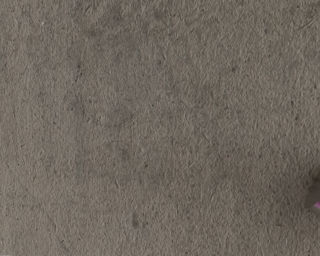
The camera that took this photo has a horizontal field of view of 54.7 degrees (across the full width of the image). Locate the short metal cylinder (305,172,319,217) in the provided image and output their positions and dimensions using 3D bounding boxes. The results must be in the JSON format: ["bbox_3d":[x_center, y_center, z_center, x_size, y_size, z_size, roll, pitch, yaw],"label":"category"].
[{"bbox_3d":[0.192,0.062,0.312,0.050,0.080,0.080,32,101,17],"label":"short metal cylinder"}]
